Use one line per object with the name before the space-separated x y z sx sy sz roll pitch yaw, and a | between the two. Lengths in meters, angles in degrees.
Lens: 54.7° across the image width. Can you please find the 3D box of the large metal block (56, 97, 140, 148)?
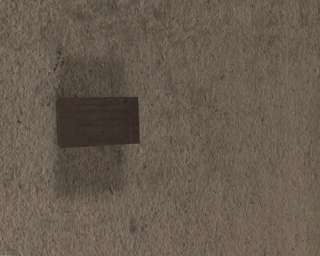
large metal block | -0.074 -0.007 0.353 0.081 0.080 0.050 -2 91 -20
